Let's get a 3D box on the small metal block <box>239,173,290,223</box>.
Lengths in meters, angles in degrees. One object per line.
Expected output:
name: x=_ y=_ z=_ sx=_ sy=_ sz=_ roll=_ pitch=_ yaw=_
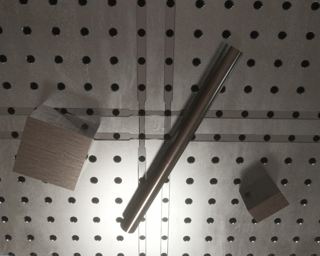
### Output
small metal block: x=0.146 y=0.098 z=0.439 sx=0.050 sy=0.050 sz=0.025 roll=-35 pitch=107 yaw=12

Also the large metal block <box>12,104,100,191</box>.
large metal block: x=-0.134 y=0.025 z=0.408 sx=0.080 sy=0.050 sz=0.079 roll=21 pitch=109 yaw=-8

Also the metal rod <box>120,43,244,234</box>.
metal rod: x=0.021 y=0.026 z=0.423 sx=0.025 sy=0.025 sz=0.298 roll=26 pitch=108 yaw=-10
